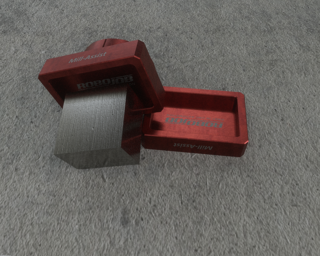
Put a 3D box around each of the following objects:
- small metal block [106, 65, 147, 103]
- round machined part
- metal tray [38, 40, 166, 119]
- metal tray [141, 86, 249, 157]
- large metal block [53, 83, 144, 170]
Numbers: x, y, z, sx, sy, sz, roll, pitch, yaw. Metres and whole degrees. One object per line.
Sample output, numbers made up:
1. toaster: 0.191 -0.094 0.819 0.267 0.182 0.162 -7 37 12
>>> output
1. small metal block: -0.049 -0.066 0.460 0.050 0.025 0.050 5 50 4
2. round machined part: -0.054 -0.077 0.407 0.099 0.097 0.042 5 50 3
3. metal tray: -0.068 -0.052 0.383 0.130 0.090 0.030 -7 49 18
4. metal tray: 0.046 -0.011 0.411 0.131 0.030 0.090 5 50 3
5. large metal block: -0.068 0.000 0.363 0.080 0.050 0.080 -7 61 17
